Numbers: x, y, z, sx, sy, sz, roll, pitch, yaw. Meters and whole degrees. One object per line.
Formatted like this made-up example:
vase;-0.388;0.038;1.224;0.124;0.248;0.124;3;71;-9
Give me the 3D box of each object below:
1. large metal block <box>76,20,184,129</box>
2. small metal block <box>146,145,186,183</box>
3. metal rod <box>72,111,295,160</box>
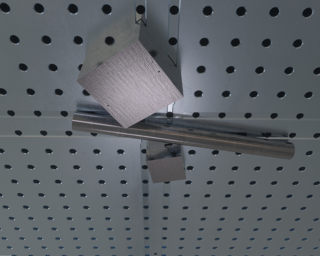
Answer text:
large metal block;-0.030;-0.057;0.346;0.080;0.050;0.080;-28;125;21
small metal block;0.010;0.053;0.457;0.050;0.025;0.050;-9;130;7
metal rod;0.037;0.012;0.421;0.302;0.025;0.025;8;130;-7
